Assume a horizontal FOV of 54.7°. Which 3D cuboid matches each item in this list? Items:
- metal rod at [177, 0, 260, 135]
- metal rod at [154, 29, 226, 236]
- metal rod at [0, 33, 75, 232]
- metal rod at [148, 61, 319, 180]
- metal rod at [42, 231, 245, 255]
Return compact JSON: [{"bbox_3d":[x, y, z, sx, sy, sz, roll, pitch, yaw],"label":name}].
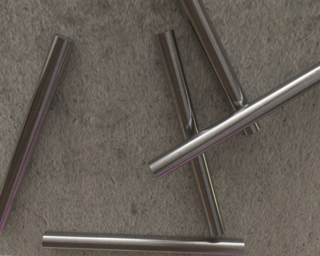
[{"bbox_3d":[0.050,-0.120,0.366,0.025,0.025,0.299,-27,108,9],"label":"metal rod"},{"bbox_3d":[0.045,0.021,0.418,0.025,0.025,0.298,-15,110,5],"label":"metal rod"},{"bbox_3d":[-0.178,0.019,0.414,0.025,0.025,0.298,24,108,-9],"label":"metal rod"},{"bbox_3d":[0.121,-0.024,0.377,0.301,0.025,0.025,-30,108,0],"label":"metal rod"},{"bbox_3d":[-0.023,0.177,0.474,0.302,0.025,0.025,3,110,-2],"label":"metal rod"}]
